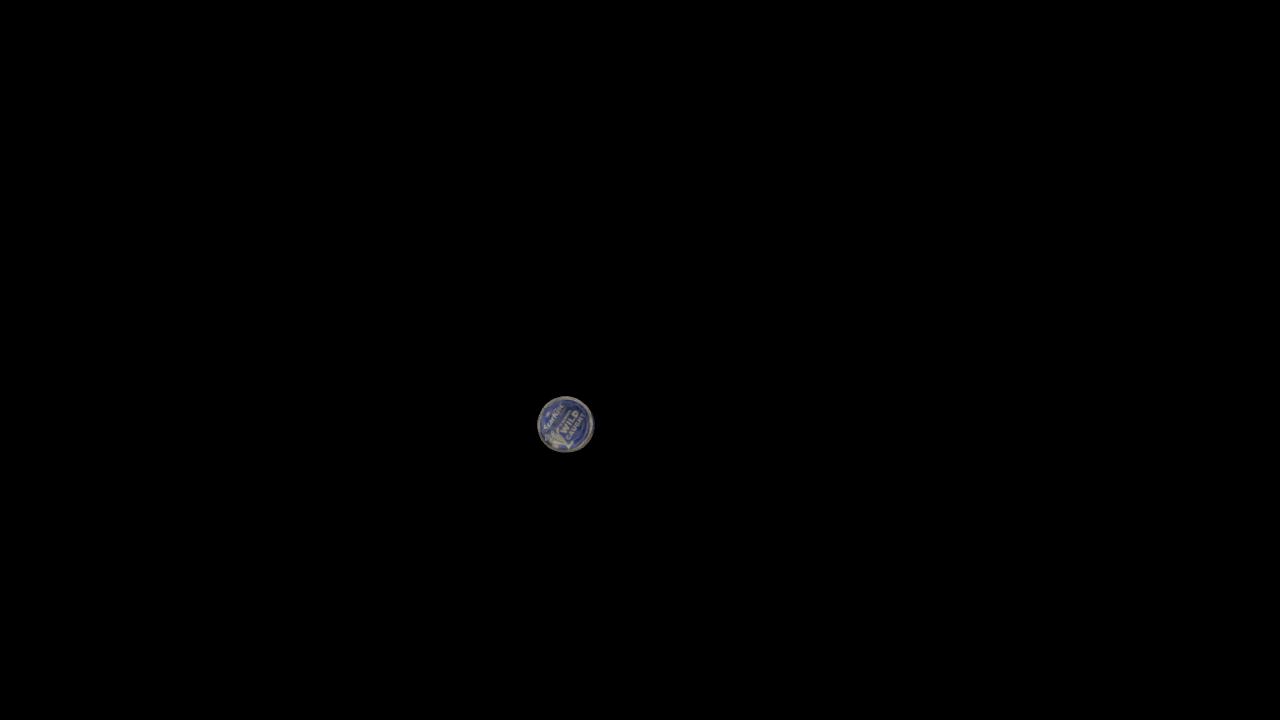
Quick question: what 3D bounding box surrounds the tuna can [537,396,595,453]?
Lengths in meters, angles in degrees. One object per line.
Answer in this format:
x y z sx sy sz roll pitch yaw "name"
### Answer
-0.111 0.098 0.929 0.084 0.084 0.034 0 -10 3 "tuna can"
